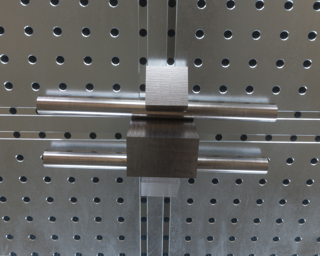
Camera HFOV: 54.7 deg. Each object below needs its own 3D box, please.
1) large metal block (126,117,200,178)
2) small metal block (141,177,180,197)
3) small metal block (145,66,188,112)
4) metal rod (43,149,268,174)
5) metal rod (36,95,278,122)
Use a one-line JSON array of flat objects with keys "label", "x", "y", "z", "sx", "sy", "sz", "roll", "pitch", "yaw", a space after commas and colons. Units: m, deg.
[{"label": "large metal block", "x": 0.003, "y": 0.020, "z": 0.387, "sx": 0.081, "sy": 0.080, "sz": 0.050, "roll": 2, "pitch": 110, "yaw": -1}, {"label": "small metal block", "x": 0.000, "y": 0.073, "z": 0.424, "sx": 0.050, "sy": 0.025, "sz": 0.050, "roll": 2, "pitch": 148, "yaw": -2}, {"label": "small metal block", "x": 0.008, "y": -0.048, "z": 0.380, "sx": 0.050, "sy": 0.025, "sz": 0.050, "roll": 1, "pitch": 76, "yaw": -1}, {"label": "metal rod", "x": -0.005, "y": 0.046, "z": 0.427, "sx": 0.302, "sy": 0.025, "sz": 0.025, "roll": 2, "pitch": 110, "yaw": -1}, {"label": "metal rod", "x": -0.002, "y": -0.025, "z": 0.399, "sx": 0.302, "sy": 0.025, "sz": 0.025, "roll": 2, "pitch": 110, "yaw": -1}]
